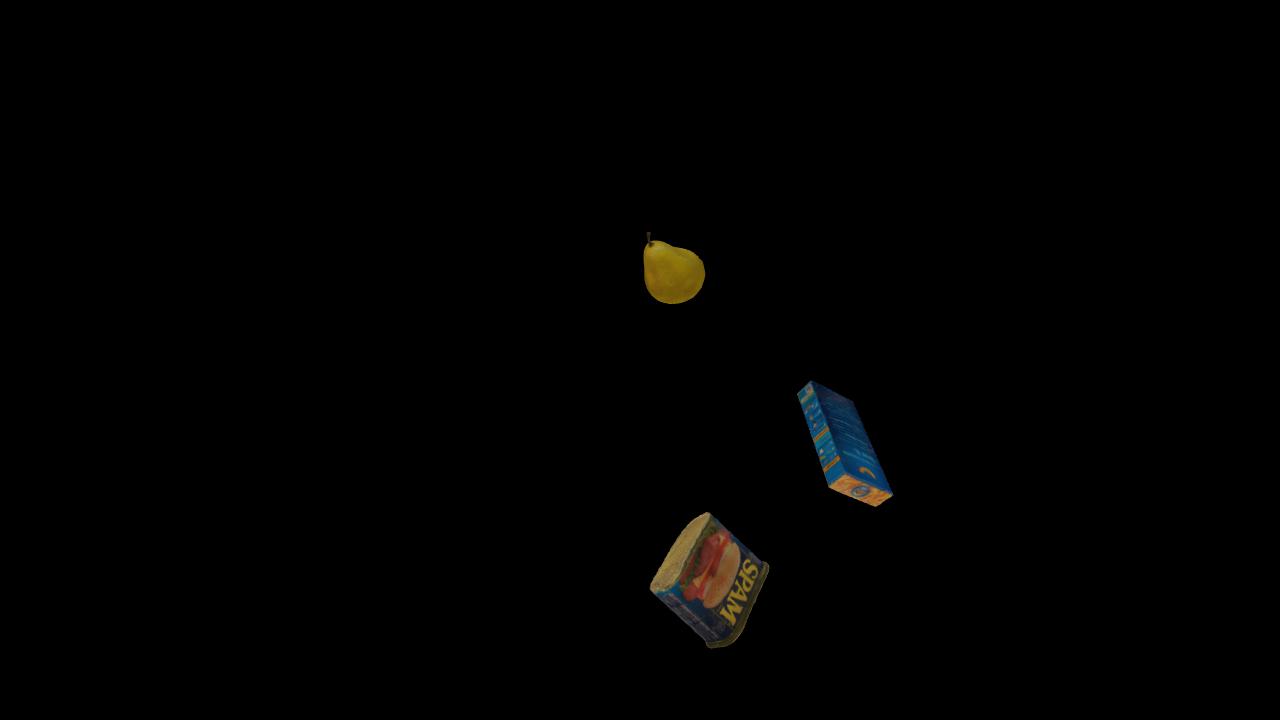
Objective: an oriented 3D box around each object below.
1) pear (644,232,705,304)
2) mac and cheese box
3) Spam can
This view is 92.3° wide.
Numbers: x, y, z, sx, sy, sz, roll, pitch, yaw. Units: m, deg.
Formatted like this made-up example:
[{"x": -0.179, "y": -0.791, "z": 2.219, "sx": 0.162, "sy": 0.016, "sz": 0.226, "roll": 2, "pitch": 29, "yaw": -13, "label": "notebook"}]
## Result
[{"x": 0.030, "y": -0.121, "z": 0.790, "sx": 0.080, "sy": 0.080, "sz": 0.111, "roll": 0, "pitch": -27, "yaw": 48, "label": "pear"}, {"x": 0.295, "y": 0.118, "z": 0.898, "sx": 0.093, "sy": 0.041, "sz": 0.184, "roll": 26, "pitch": 34, "yaw": -21, "label": "mac and cheese box"}, {"x": 0.070, "y": 0.220, "z": 0.622, "sx": 0.101, "sy": 0.085, "sz": 0.058, "roll": -49, "pitch": 4, "yaw": -41, "label": "Spam can"}]
